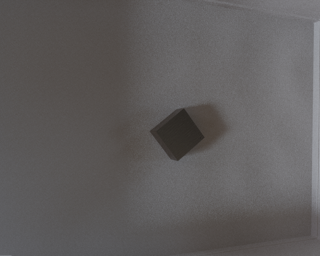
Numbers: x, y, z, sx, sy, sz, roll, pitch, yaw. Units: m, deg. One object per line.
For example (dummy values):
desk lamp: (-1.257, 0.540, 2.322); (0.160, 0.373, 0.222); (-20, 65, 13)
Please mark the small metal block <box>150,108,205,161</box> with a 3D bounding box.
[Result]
small metal block: (0.023, 0.009, 0.420); (0.050, 0.025, 0.050); (-40, 103, -16)
